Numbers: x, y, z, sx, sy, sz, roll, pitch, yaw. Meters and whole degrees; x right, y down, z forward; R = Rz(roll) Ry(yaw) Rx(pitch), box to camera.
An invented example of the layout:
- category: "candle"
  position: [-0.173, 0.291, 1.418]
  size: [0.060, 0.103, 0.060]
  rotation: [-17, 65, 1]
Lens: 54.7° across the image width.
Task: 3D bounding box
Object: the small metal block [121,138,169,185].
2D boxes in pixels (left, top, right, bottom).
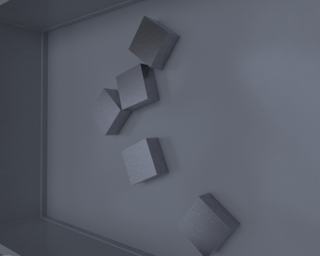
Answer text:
- category: "small metal block"
  position: [-0.021, 0.046, 0.424]
  size: [0.050, 0.025, 0.050]
  rotation: [-29, 72, 36]

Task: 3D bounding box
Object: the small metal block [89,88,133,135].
- category: "small metal block"
  position: [-0.075, -0.024, 0.469]
  size: [0.050, 0.025, 0.050]
  rotation: [50, 119, 28]

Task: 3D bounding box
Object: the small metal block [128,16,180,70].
- category: "small metal block"
  position: [-0.009, -0.113, 0.414]
  size: [0.050, 0.025, 0.050]
  rotation: [44, 116, 31]

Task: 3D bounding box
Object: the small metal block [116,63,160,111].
- category: "small metal block"
  position: [-0.032, -0.056, 0.433]
  size: [0.050, 0.025, 0.050]
  rotation: [-19, 78, 38]

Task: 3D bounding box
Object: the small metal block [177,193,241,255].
- category: "small metal block"
  position: [0.056, 0.113, 0.361]
  size: [0.050, 0.025, 0.050]
  rotation: [44, 116, 31]
